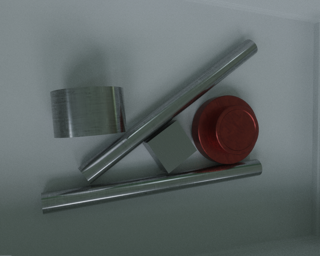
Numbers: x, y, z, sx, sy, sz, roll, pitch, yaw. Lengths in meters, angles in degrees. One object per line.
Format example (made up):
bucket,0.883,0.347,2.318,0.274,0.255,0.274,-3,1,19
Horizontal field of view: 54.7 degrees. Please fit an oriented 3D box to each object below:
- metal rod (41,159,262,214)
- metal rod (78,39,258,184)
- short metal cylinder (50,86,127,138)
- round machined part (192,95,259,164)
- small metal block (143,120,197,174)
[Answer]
metal rod,0.004,0.073,0.412,0.303,0.025,0.025,-6,92,-20
metal rod,0.022,-0.031,0.418,0.301,0.025,0.025,-38,103,-16
short metal cylinder,-0.080,-0.018,0.351,0.081,0.080,0.050,-5,92,-20
round machined part,0.099,0.002,0.436,0.099,0.042,0.097,0,90,-21
small metal block,0.013,0.024,0.414,0.050,0.025,0.050,-37,102,-16
